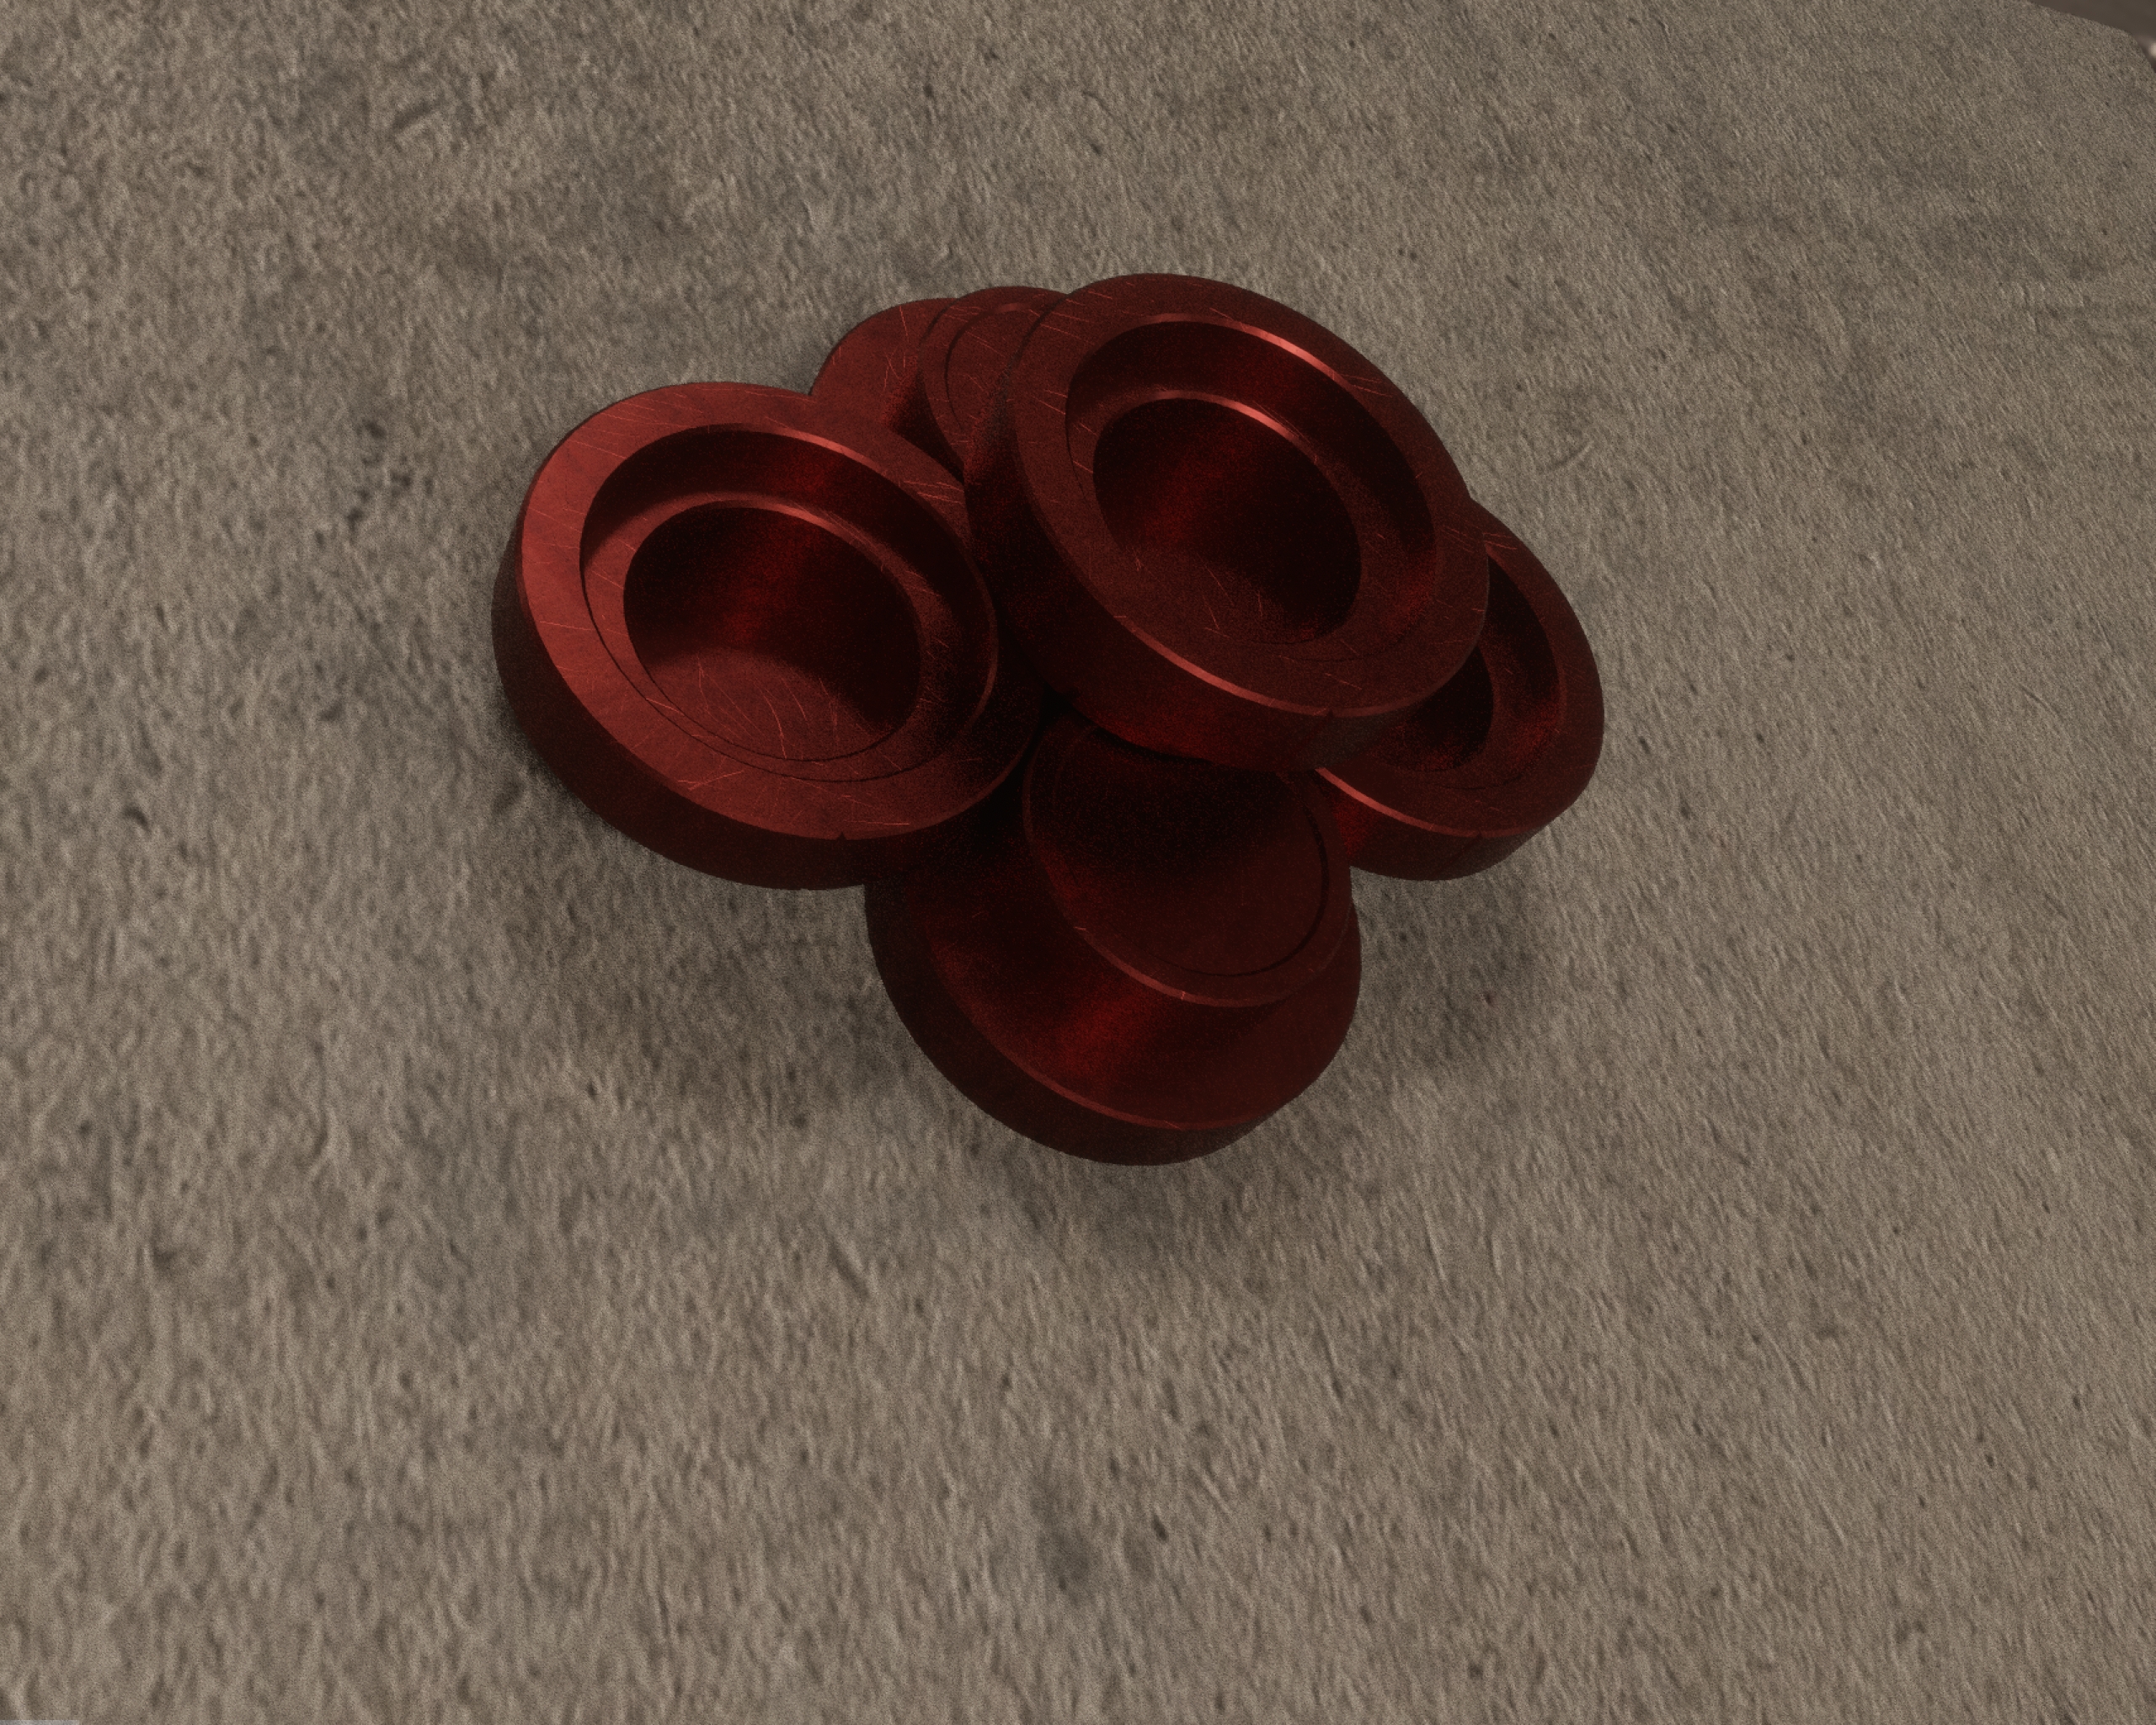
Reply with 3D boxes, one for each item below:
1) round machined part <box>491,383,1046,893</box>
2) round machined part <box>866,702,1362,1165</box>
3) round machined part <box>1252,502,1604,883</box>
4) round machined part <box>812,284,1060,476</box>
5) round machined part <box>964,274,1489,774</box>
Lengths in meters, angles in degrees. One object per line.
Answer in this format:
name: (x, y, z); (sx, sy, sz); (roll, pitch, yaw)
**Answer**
round machined part: (-0.059, -0.037, 0.386); (0.099, 0.042, 0.098); (14, 56, -21)
round machined part: (0.013, 0.005, 0.400); (0.099, 0.042, 0.098); (14, 56, -21)
round machined part: (0.061, -0.038, 0.453); (0.099, 0.042, 0.098); (14, 56, -21)
round machined part: (-0.009, -0.082, 0.441); (0.099, 0.042, 0.098); (14, 56, -21)
round machined part: (0.024, -0.058, 0.390); (0.099, 0.042, 0.098); (14, 56, -21)
